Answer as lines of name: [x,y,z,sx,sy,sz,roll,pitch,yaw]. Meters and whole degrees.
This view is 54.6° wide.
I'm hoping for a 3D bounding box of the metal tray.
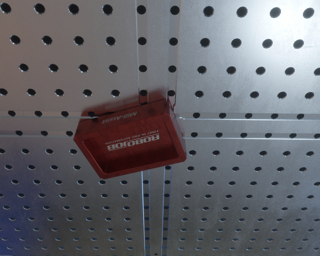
metal tray: [-0.038,0.019,0.423,0.130,0.030,0.090,-14,129,11]
